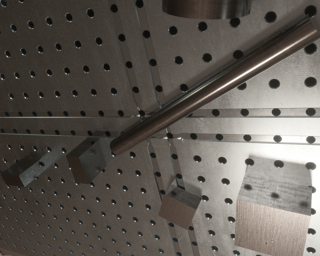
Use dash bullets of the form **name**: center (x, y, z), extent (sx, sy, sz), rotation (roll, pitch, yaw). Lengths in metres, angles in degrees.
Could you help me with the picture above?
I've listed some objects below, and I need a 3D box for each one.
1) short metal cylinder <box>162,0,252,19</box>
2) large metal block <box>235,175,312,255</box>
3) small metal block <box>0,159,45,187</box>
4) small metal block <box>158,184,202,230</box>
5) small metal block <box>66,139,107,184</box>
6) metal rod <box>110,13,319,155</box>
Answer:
- **short metal cylinder**: center (0.042, -0.130, 0.272), extent (0.080, 0.080, 0.050), rotation (13, 124, 20)
- **large metal block**: center (0.141, 0.113, 0.390), extent (0.080, 0.050, 0.079), rotation (8, 122, 23)
- **small metal block**: center (-0.256, 0.083, 0.578), extent (0.050, 0.050, 0.025), rotation (0, 118, 28)
- **small metal block**: center (0.030, 0.120, 0.468), extent (0.050, 0.025, 0.050), rotation (24, 127, 13)
- **small metal block**: center (-0.114, 0.052, 0.485), extent (0.025, 0.050, 0.050), rotation (2, 120, 27)
- **metal rod**: center (0.038, -0.032, 0.370), extent (0.299, 0.025, 0.025), rotation (-31, 102, 37)
